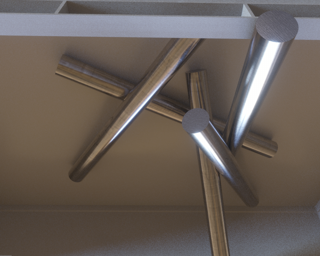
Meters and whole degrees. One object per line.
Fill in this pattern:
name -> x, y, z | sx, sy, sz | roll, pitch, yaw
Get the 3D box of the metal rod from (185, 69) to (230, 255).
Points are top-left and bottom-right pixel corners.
metal rod -> 0.066, 0.075, 0.399 | 0.025, 0.025, 0.298 | -8, 107, 7

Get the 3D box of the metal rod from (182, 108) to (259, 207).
metal rod -> 0.091, 0.056, 0.392 | 0.025, 0.025, 0.300 | -20, 148, 16

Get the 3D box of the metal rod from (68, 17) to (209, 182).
metal rod -> -0.047, -0.009, 0.371 | 0.025, 0.025, 0.298 | 26, 134, -21

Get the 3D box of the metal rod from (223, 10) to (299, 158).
metal rod -> 0.082, -0.002, 0.324 | 0.025, 0.025, 0.299 | -4, 156, 3

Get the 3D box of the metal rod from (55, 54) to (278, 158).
metal rod -> 0.022, -0.020, 0.391 | 0.302, 0.025, 0.025 | 21, 127, -17
